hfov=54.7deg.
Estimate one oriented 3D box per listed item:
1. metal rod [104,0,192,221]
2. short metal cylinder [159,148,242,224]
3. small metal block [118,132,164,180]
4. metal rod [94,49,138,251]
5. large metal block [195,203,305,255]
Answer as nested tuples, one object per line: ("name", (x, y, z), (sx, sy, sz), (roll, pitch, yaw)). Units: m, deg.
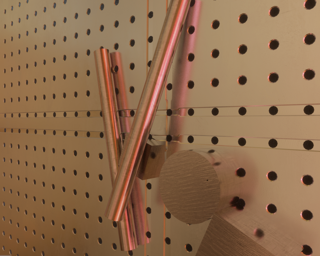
("metal rod", (-0.016, -0.025, 0.397), (0.025, 0.025, 0.298), (21, 96, 38))
("short metal cylinder", (0.046, 0.064, 0.355), (0.080, 0.050, 0.079), (0, 90, 39))
("small metal block", (-0.027, 0.038, 0.432), (0.050, 0.025, 0.050), (25, 106, 37))
("metal rod", (-0.067, 0.027, 0.465), (0.025, 0.025, 0.298), (-15, 80, 39))
("large metal block", (0.087, 0.138, 0.322), (0.080, 0.050, 0.079), (31, 109, 35))
